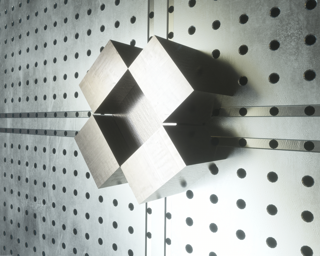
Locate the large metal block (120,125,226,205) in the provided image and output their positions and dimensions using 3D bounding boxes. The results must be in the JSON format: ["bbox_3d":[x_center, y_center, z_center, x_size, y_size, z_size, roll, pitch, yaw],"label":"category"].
[{"bbox_3d":[0.016,0.041,0.363,0.080,0.081,0.050,-45,63,31],"label":"large metal block"}]

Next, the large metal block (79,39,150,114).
[{"bbox_3d":[-0.046,-0.063,0.413,0.080,0.081,0.050,-46,63,30],"label":"large metal block"}]

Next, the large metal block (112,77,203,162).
[{"bbox_3d":[-0.006,-0.011,0.398,0.080,0.050,0.080,-47,61,32],"label":"large metal block"}]

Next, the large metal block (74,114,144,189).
[{"bbox_3d":[-0.056,0.029,0.420,0.050,0.081,0.080,-46,63,30],"label":"large metal block"}]

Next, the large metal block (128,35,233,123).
[{"bbox_3d":[0.024,-0.052,0.355,0.050,0.081,0.080,-46,63,30],"label":"large metal block"}]
